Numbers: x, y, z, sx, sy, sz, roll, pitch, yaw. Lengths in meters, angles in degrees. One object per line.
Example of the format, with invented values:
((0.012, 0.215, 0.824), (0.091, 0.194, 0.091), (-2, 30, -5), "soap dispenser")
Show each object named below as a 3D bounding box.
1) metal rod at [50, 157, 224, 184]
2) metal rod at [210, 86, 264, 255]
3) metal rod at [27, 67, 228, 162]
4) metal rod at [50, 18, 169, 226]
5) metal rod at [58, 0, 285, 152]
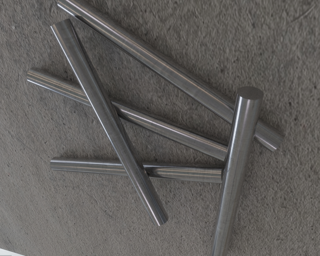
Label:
((-0.050, 0.061, 0.470), (0.300, 0.025, 0.025), (-1, 118, 28), "metal rod")
((0.089, 0.083, 0.390), (0.025, 0.025, 0.298), (15, 131, 19), "metal rod")
((-0.052, -0.024, 0.419), (0.301, 0.025, 0.025), (22, 127, 15), "metal rod")
((-0.057, 0.007, 0.407), (0.025, 0.025, 0.299), (-12, 113, 33), "metal rod")
((0.009, -0.069, 0.359), (0.301, 0.025, 0.025), (35, 129, 5), "metal rod")
